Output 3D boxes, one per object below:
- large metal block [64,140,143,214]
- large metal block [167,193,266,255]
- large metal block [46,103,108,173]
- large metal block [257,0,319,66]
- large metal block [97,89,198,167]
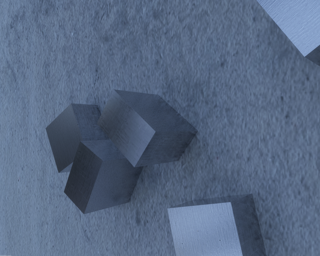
[{"bbox_3d":[-0.074,0.063,0.428,0.050,0.081,0.079,34,111,34],"label":"large metal block"},{"bbox_3d":[0.062,0.119,0.336,0.080,0.050,0.080,-18,79,38],"label":"large metal block"},{"bbox_3d":[-0.130,0.017,0.493,0.080,0.050,0.080,-35,69,34],"label":"large metal block"},{"bbox_3d":[0.143,-0.114,0.270,0.080,0.050,0.080,-42,65,31],"label":"large metal block"},{"bbox_3d":[-0.015,-0.001,0.380,0.080,0.081,0.050,45,117,30],"label":"large metal block"}]
